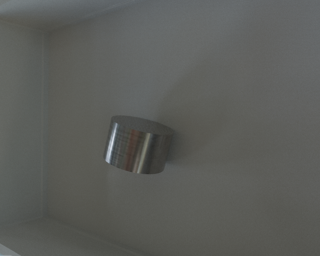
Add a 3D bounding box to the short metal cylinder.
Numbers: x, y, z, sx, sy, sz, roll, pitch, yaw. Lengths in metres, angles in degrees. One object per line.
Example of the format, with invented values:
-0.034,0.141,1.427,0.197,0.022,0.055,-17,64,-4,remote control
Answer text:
-0.027,0.019,0.395,0.080,0.081,0.050,23,105,38,short metal cylinder
